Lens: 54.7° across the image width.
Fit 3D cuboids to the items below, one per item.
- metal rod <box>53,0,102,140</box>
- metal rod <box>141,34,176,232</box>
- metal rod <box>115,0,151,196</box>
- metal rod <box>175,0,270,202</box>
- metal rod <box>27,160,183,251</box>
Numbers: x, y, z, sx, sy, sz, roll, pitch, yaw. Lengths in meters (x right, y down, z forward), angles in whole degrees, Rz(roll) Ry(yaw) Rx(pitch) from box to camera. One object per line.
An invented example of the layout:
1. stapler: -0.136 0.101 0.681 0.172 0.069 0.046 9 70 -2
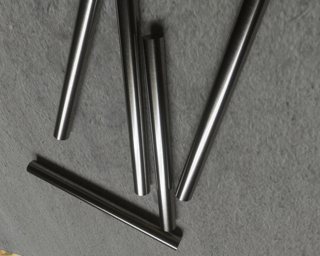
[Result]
1. metal rod: -0.105 -0.095 0.401 0.025 0.025 0.298 32 128 7
2. metal rod: 0.002 0.027 0.420 0.025 0.025 0.298 9 123 23
3. metal rod: -0.032 -0.032 0.402 0.025 0.025 0.298 11 123 22
4. metal rod: 0.064 -0.021 0.359 0.025 0.025 0.298 24 127 13
5. metal rod: -0.103 0.129 0.538 0.301 0.025 0.025 24 127 13
